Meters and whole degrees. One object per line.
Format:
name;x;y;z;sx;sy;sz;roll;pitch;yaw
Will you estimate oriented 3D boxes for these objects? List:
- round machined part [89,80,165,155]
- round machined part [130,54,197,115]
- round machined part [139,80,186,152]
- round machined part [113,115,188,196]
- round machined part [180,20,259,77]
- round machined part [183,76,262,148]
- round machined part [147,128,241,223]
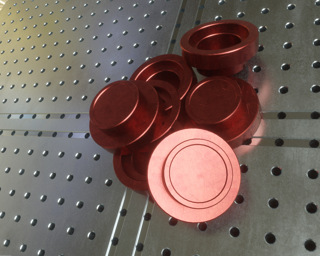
round machined part;-0.047;-0.019;0.380;0.098;0.042;0.098;-13;56;21
round machined part;0.005;-0.050;0.426;0.098;0.042;0.098;-13;56;21
round machined part;-0.011;-0.012;0.411;0.098;0.042;0.098;-13;56;21
round machined part;-0.004;0.036;0.379;0.098;0.042;0.098;-13;56;21
round machined part;0.078;-0.101;0.405;0.098;0.042;0.098;-9;39;8
round machined part;0.069;-0.024;0.376;0.098;0.042;0.098;-13;56;21
round machined part;0.036;0.047;0.319;0.099;0.042;0.098;1;79;-4
